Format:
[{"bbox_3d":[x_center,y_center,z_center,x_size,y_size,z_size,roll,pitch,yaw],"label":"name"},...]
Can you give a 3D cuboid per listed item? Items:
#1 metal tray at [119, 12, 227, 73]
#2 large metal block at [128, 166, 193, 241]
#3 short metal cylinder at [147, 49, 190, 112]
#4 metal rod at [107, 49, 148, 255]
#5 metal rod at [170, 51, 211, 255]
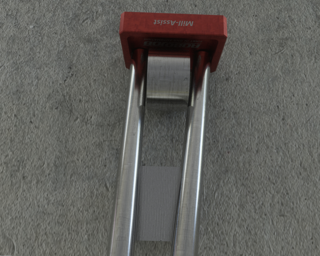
[{"bbox_3d":[0.016,-0.112,0.416,0.131,0.090,0.030,2,70,0],"label":"metal tray"},{"bbox_3d":[0.003,0.089,0.361,0.081,0.050,0.080,2,70,0],"label":"large metal block"},{"bbox_3d":[0.010,-0.062,0.403,0.050,0.080,0.080,2,70,0],"label":"short metal cylinder"},{"bbox_3d":[-0.033,0.019,0.353,0.025,0.025,0.300,2,55,0],"label":"metal rod"},{"bbox_3d":[0.039,0.022,0.352,0.025,0.025,0.300,8,55,2],"label":"metal rod"}]
